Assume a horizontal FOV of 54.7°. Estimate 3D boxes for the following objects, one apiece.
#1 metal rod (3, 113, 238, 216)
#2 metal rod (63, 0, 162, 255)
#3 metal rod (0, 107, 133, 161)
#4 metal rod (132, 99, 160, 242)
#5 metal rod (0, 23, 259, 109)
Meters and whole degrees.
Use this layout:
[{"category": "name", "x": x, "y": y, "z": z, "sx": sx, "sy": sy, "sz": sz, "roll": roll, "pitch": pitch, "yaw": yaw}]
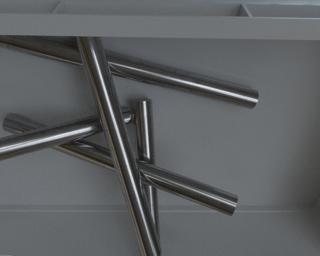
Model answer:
[{"category": "metal rod", "x": -0.055, "y": 0.042, "z": 0.381, "sx": 0.301, "sy": 0.025, "sz": 0.025, "roll": 19, "pitch": 130, "yaw": 8}, {"category": "metal rod", "x": -0.046, "y": 0.013, "z": 0.340, "sx": 0.025, "sy": 0.025, "sz": 0.298, "roll": -12, "pitch": 105, "yaw": 9}, {"category": "metal rod", "x": -0.175, "y": 0.023, "z": 0.343, "sx": 0.302, "sy": 0.025, "sz": 0.025, "roll": -16, "pitch": 134, "yaw": -22}, {"category": "metal rod", "x": -0.014, "y": 0.111, "z": 0.415, "sx": 0.025, "sy": 0.025, "sz": 0.298, "roll": -3, "pitch": 103, "yaw": 2}, {"category": "metal rod", "x": -0.030, "y": -0.067, "z": 0.351, "sx": 0.302, "sy": 0.025, "sz": 0.025, "roll": 12, "pitch": 129, "yaw": -11}]
